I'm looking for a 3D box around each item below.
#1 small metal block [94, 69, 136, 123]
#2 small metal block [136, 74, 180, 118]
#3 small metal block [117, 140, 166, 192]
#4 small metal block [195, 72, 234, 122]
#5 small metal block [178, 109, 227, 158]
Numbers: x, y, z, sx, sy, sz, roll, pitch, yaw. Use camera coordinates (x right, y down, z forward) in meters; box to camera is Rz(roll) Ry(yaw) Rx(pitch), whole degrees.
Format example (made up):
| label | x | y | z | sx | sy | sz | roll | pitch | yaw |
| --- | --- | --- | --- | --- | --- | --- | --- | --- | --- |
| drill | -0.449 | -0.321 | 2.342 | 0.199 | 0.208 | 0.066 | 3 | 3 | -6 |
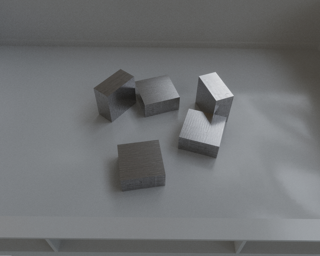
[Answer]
| label | x | y | z | sx | sy | sz | roll | pitch | yaw |
| --- | --- | --- | --- | --- | --- | --- | --- | --- | --- |
| small metal block | -0.060 | -0.044 | 0.425 | 0.025 | 0.050 | 0.050 | 32 | 57 | 23 |
| small metal block | -0.004 | -0.047 | 0.444 | 0.050 | 0.025 | 0.050 | -14 | 52 | -12 |
| small metal block | -0.023 | 0.044 | 0.368 | 0.050 | 0.025 | 0.050 | -7 | 50 | -6 |
| small metal block | 0.073 | -0.039 | 0.423 | 0.025 | 0.050 | 0.050 | -16 | 52 | -14 |
| small metal block | 0.055 | 0.006 | 0.401 | 0.050 | 0.025 | 0.050 | 14 | 52 | 11 |
